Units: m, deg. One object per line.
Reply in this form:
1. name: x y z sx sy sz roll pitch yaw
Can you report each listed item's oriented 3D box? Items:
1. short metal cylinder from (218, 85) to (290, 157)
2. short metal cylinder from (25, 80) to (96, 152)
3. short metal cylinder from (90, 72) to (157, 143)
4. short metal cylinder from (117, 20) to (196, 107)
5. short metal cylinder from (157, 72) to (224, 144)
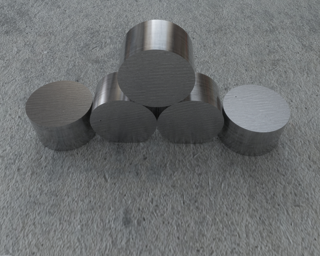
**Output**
1. short metal cylinder: 0.117 -0.010 0.397 0.081 0.050 0.080 0 50 0
2. short metal cylinder: -0.124 -0.016 0.401 0.081 0.050 0.080 0 50 0
3. short metal cylinder: -0.044 -0.024 0.389 0.080 0.080 0.050 0 50 0
4. short metal cylinder: -0.003 -0.068 0.336 0.080 0.080 0.050 1 51 0
5. short metal cylinder: 0.037 -0.023 0.389 0.080 0.080 0.050 0 49 0
